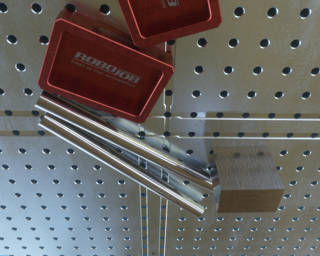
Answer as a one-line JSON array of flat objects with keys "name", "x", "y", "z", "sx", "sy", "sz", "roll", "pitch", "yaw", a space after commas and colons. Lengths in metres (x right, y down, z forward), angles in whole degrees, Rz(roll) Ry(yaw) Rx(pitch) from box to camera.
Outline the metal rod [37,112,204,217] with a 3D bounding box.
[{"name": "metal rod", "x": -0.042, "y": 0.063, "z": 0.464, "sx": 0.301, "sy": 0.025, "sz": 0.025, "roll": 36, "pitch": 121, "yaw": -27}]

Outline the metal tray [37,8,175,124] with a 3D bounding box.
[{"name": "metal tray", "x": -0.061, "y": -0.064, "z": 0.352, "sx": 0.131, "sy": 0.030, "sz": 0.089, "roll": 20, "pitch": 127, "yaw": -17}]

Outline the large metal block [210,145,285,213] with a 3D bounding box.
[{"name": "large metal block", "x": 0.118, "y": 0.071, "z": 0.438, "sx": 0.081, "sy": 0.080, "sz": 0.050, "roll": -1, "pitch": 130, "yaw": 0}]

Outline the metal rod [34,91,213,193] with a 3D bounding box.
[{"name": "metal rod", "x": -0.025, "y": 0.029, "z": 0.436, "sx": 0.301, "sy": 0.025, "sz": 0.025, "roll": 29, "pitch": 124, "yaw": -23}]

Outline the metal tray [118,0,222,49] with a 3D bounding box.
[{"name": "metal tray", "x": 0.000, "y": -0.147, "z": 0.283, "sx": 0.090, "sy": 0.030, "sz": 0.129, "roll": -13, "pitch": 129, "yaw": 10}]
